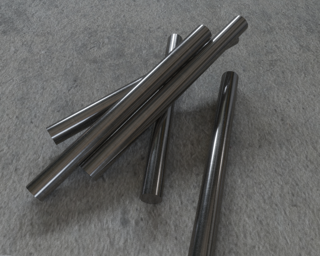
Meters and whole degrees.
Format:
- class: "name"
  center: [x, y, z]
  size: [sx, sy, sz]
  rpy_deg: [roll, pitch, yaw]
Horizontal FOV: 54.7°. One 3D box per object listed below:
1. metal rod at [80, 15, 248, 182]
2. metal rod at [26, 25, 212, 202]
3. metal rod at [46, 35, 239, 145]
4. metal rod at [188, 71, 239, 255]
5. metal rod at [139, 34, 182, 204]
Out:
- class: "metal rod"
  center: [0.017, -0.049, 0.403]
  size: [0.025, 0.025, 0.301]
  rpy_deg: [36, 71, 25]
- class: "metal rod"
  center: [-0.038, -0.030, 0.386]
  size: [0.025, 0.025, 0.301]
  rpy_deg: [36, 71, 26]
- class: "metal rod"
  center: [-0.011, -0.064, 0.426]
  size: [0.302, 0.025, 0.025]
  rpy_deg: [-31, 57, -18]
- class: "metal rod"
  center: [0.069, 0.035, 0.374]
  size: [0.025, 0.025, 0.300]
  rpy_deg: [11, 51, 9]
- class: "metal rod"
  center: [0.008, -0.036, 0.433]
  size: [0.025, 0.025, 0.300]
  rpy_deg: [6, 50, 4]
